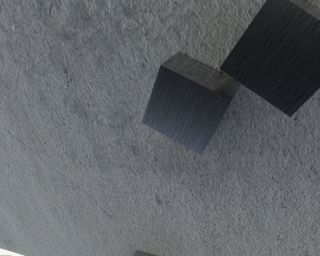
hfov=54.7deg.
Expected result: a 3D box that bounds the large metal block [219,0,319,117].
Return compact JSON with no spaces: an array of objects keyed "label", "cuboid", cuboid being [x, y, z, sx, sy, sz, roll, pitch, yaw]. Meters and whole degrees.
[{"label":"large metal block","cuboid":[0.116,-0.071,0.285,0.080,0.050,0.079,36,129,4]}]

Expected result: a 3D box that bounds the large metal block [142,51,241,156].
[{"label":"large metal block","cuboid":[0.035,-0.029,0.355,0.080,0.050,0.079,29,128,10]}]

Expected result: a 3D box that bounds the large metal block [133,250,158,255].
[{"label":"large metal block","cuboid":[-0.032,0.288,0.567,0.050,0.080,0.079,4,121,26]}]
